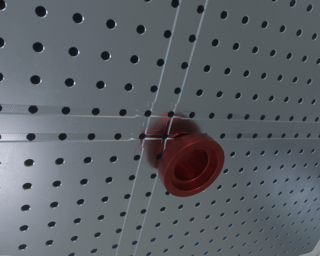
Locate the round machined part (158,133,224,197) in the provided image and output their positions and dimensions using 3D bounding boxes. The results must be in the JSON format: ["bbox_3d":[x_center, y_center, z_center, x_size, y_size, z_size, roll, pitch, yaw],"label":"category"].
[{"bbox_3d":[0.041,0.049,0.452,0.099,0.042,0.097,-14,124,-21],"label":"round machined part"}]
